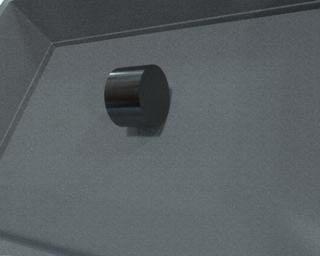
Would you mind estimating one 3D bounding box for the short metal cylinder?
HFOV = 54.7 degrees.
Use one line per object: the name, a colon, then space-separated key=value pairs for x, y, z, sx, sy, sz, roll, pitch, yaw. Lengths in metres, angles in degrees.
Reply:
short metal cylinder: x=-0.028 y=-0.041 z=0.406 sx=0.050 sy=0.080 sz=0.080 roll=0 pitch=62 yaw=28
